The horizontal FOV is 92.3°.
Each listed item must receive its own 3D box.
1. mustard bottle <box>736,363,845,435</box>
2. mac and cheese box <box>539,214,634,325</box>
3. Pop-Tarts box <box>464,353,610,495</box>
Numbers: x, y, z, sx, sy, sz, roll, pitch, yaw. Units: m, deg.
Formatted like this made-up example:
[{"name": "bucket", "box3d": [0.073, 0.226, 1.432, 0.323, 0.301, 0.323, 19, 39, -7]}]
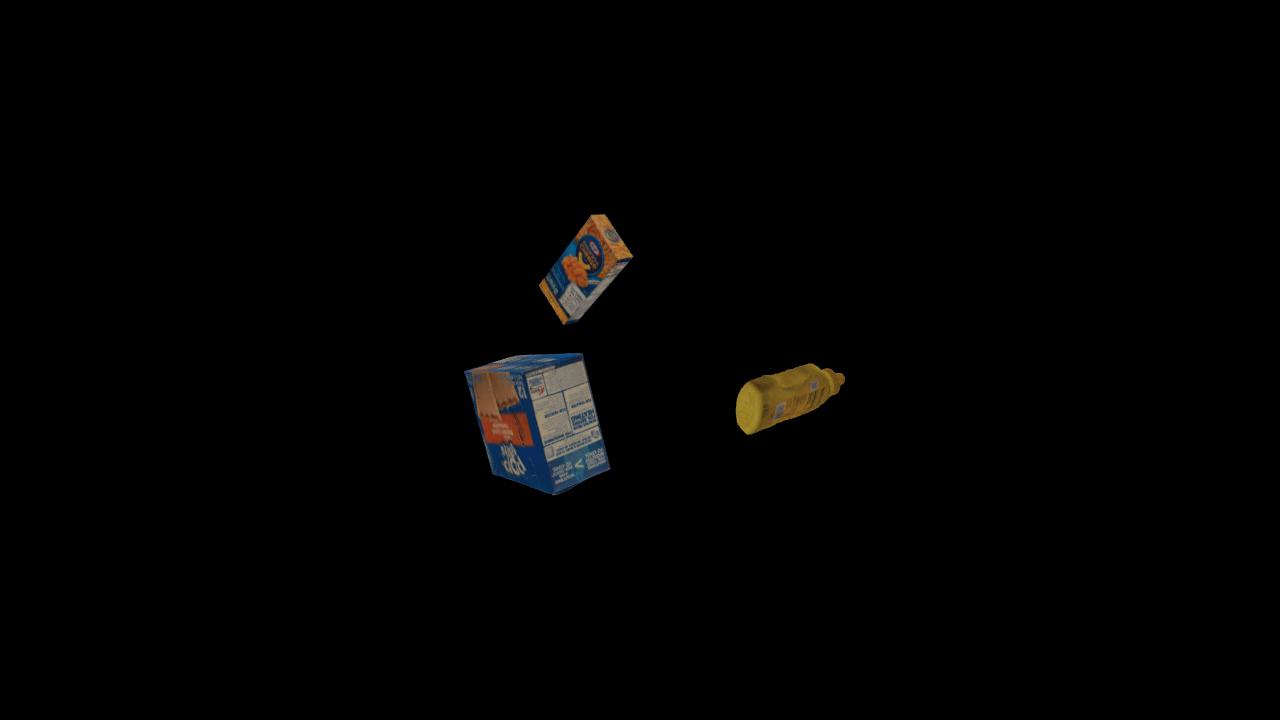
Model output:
[{"name": "mustard bottle", "box3d": [0.232, 0.049, 0.914, 0.184, 0.092, 0.054, -15, 38, -25]}, {"name": "mac and cheese box", "box3d": [-0.095, -0.148, 1.031, 0.041, 0.093, 0.184, -16, -21, -46]}, {"name": "Pop-Tarts box", "box3d": [-0.127, 0.069, 0.733, 0.083, 0.141, 0.167, -19, 11, -35]}]
